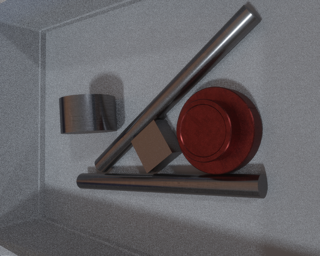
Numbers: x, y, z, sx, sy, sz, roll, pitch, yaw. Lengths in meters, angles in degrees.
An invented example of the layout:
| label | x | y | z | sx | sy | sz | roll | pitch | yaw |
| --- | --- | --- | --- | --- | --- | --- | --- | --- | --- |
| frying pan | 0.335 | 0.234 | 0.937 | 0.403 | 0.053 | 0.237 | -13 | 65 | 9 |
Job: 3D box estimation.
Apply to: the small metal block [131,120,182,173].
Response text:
| label | x | y | z | sx | sy | sz | roll | pitch | yaw |
| --- | --- | --- | --- | --- | --- | --- | --- | --- | --- |
| small metal block | -0.004 | 0.024 | 0.406 | 0.050 | 0.025 | 0.050 | -43 | 65 | 31 |

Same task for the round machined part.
| label | x | y | z | sx | sy | sz | roll | pitch | yaw |
| --- | --- | --- | --- | --- | --- | --- | --- | --- | --- |
| round machined part | 0.058 | 0.003 | 0.343 | 0.098 | 0.042 | 0.097 | 0 | 90 | 39 |

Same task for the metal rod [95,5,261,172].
| label | x | y | z | sx | sy | sz | roll | pitch | yaw |
| --- | --- | --- | --- | --- | --- | --- | --- | --- | --- |
| metal rod | 0.004 | -0.031 | 0.400 | 0.299 | 0.025 | 0.025 | -44 | 64 | 31 |

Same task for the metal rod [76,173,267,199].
| label | x | y | z | sx | sy | sz | roll | pitch | yaw |
| --- | --- | --- | --- | --- | --- | --- | --- | --- | --- |
| metal rod | -0.010 | 0.073 | 0.411 | 0.300 | 0.025 | 0.025 | -7 | 86 | 39 |

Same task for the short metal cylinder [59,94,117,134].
| label | x | y | z | sx | sy | sz | roll | pitch | yaw |
| --- | --- | --- | --- | --- | --- | --- | --- | --- | --- |
| short metal cylinder | -0.104 | -0.018 | 0.453 | 0.080 | 0.081 | 0.050 | -6 | 86 | 39 |
